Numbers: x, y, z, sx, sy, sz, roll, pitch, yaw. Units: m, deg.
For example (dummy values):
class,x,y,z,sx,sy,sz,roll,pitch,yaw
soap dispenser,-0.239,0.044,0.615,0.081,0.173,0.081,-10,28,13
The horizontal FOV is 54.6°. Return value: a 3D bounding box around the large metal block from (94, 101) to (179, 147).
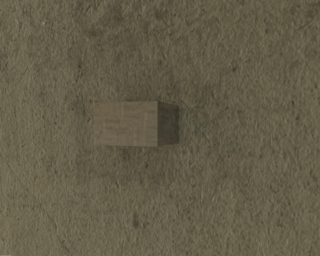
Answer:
class,x,y,z,sx,sy,sz,roll,pitch,yaw
large metal block,-0.027,-0.005,0.390,0.080,0.080,0.050,0,90,20
